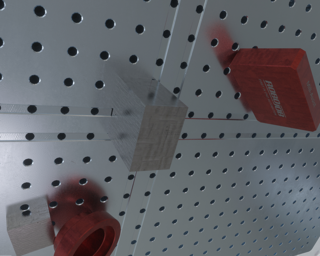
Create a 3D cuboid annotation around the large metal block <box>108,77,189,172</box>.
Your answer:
[{"bbox_3d":[-0.018,-0.006,0.362,0.050,0.080,0.079,1,118,-29],"label":"large metal block"}]

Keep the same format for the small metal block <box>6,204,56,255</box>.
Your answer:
[{"bbox_3d":[-0.166,0.133,0.403,0.050,0.025,0.050,-14,124,-21],"label":"small metal block"}]

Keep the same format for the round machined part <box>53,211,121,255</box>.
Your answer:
[{"bbox_3d":[-0.104,0.156,0.425,0.099,0.042,0.097,-35,140,-36],"label":"round machined part"}]

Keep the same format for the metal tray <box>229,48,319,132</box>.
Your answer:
[{"bbox_3d":[0.160,-0.051,0.422,0.030,0.090,0.130,-57,132,-18],"label":"metal tray"}]
